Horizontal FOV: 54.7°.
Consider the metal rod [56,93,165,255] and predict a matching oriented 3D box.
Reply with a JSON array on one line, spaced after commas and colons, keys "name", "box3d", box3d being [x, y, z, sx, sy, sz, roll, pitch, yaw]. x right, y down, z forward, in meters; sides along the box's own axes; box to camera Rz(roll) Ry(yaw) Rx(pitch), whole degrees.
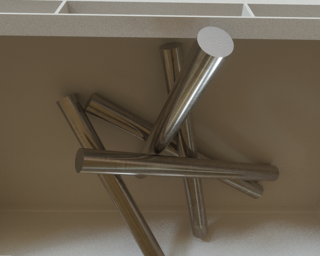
[{"name": "metal rod", "box3d": [-0.050, 0.093, 0.410, 0.025, 0.025, 0.299, -23, 103, 18]}]

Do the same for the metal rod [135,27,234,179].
[{"name": "metal rod", "box3d": [0.004, 0.004, 0.333, 0.025, 0.025, 0.299, 10, 154, -9]}]

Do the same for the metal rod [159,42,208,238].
[{"name": "metal rod", "box3d": [0.037, 0.037, 0.410, 0.025, 0.025, 0.298, -8, 121, 6]}]

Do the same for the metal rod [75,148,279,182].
[{"name": "metal rod", "box3d": [0.046, 0.050, 0.388, 0.302, 0.025, 0.025, 8, 133, -33]}]

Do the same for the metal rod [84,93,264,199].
[{"name": "metal rod", "box3d": [0.034, 0.035, 0.438, 0.301, 0.025, 0.025, 29, 124, -23]}]
